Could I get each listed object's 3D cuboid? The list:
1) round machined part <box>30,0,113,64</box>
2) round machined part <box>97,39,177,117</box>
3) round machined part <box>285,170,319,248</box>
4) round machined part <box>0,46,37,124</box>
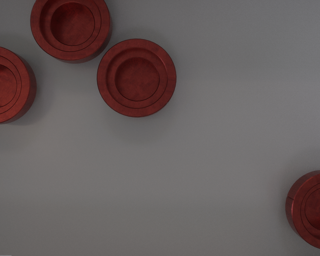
[{"bbox_3d":[-0.111,-0.132,0.402,0.099,0.042,0.097,0,90,0],"label":"round machined part"},{"bbox_3d":[-0.029,-0.062,0.402,0.099,0.042,0.097,0,90,0],"label":"round machined part"},{"bbox_3d":[0.212,0.103,0.404,0.099,0.042,0.097,0,90,0],"label":"round machined part"},{"bbox_3d":[-0.209,-0.053,0.401,0.099,0.042,0.097,0,90,0],"label":"round machined part"}]
